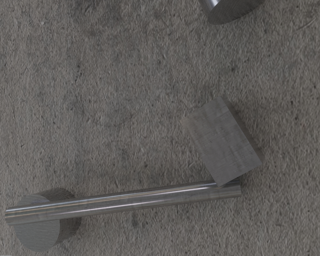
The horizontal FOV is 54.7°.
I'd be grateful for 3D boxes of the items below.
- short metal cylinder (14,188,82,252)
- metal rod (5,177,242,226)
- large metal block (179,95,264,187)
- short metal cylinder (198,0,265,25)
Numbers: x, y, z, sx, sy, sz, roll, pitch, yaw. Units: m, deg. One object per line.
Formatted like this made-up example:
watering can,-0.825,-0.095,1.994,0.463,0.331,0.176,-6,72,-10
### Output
short metal cylinder,-0.164,0.132,0.453,0.080,0.050,0.080,0,90,20
metal rod,-0.051,0.094,0.394,0.301,0.025,0.025,-9,87,7
large metal block,0.074,0.013,0.354,0.050,0.080,0.080,-33,80,17
short metal cylinder,0.081,-0.162,0.351,0.080,0.080,0.050,-26,82,18
